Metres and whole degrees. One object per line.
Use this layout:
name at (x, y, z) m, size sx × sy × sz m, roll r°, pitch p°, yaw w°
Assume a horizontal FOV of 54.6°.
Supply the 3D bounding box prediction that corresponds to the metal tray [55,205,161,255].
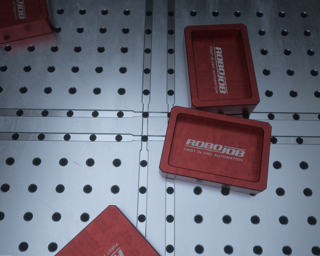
metal tray at (-0.071, 0.164, 0.349) m, size 0.130 × 0.030 × 0.090 m, roll -42°, pitch 75°, yaw -14°

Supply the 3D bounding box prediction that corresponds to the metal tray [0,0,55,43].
metal tray at (-0.222, -0.201, 0.481) m, size 0.091 × 0.030 × 0.130 m, roll -14°, pitch 71°, yaw -5°

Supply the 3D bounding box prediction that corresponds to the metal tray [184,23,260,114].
metal tray at (0.083, -0.084, 0.440) m, size 0.090 × 0.030 × 0.130 m, roll -3°, pitch 70°, yaw -1°

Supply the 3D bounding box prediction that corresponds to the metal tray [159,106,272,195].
metal tray at (0.071, 0.028, 0.399) m, size 0.131 × 0.030 × 0.090 m, roll 11°, pitch 70°, yaw 4°
